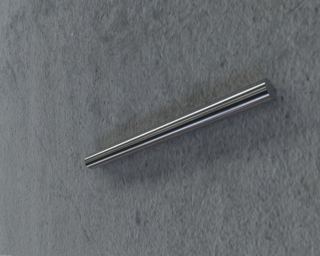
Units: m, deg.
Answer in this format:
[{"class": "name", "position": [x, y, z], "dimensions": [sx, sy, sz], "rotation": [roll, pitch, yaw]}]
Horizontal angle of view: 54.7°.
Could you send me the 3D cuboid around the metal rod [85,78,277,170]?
[{"class": "metal rod", "position": [0.001, 0.007, 0.401], "dimensions": [0.299, 0.025, 0.025], "rotation": [-23, 76, 37]}]
